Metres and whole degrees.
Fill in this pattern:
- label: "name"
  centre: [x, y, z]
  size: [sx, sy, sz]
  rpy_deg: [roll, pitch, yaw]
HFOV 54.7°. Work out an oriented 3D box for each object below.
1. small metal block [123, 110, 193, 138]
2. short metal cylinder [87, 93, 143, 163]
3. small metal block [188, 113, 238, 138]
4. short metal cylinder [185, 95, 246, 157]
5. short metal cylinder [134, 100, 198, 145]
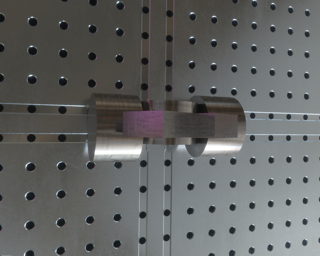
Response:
- label: "small metal block"
  centre: [-0.001, -0.004, 0.312]
  size: [0.050, 0.050, 0.025]
  rpy_deg: [1, 90, -52]
- label: "short metal cylinder"
  centre: [-0.055, 0.000, 0.363]
  size: [0.050, 0.080, 0.080]
  rpy_deg: [1, 90, -20]
- label: "small metal block"
  centre: [0.050, -0.002, 0.336]
  size: [0.050, 0.050, 0.025]
  rpy_deg: [1, 90, -51]
- label: "short metal cylinder"
  centre: [0.068, -0.002, 0.408]
  size: [0.050, 0.080, 0.079]
  rpy_deg: [1, 90, -19]
- label: "short metal cylinder"
  centre: [0.007, -0.006, 0.386]
  size: [0.081, 0.080, 0.050]
  rpy_deg: [1, 90, -20]
